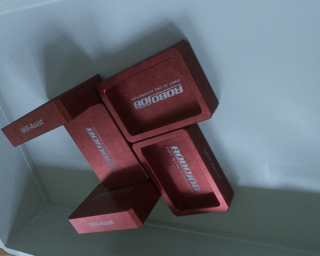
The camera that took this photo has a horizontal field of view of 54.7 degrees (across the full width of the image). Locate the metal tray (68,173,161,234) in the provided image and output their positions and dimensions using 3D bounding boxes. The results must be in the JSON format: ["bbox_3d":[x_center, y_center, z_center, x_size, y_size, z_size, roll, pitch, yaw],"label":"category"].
[{"bbox_3d":[-0.063,0.111,0.463,0.130,0.090,0.030,-18,109,35],"label":"metal tray"}]

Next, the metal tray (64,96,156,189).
[{"bbox_3d":[-0.074,0.024,0.454,0.090,0.030,0.130,-19,109,35],"label":"metal tray"}]

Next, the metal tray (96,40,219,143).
[{"bbox_3d":[-0.006,-0.039,0.381,0.130,0.030,0.090,-18,109,34],"label":"metal tray"}]

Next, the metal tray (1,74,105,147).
[{"bbox_3d":[-0.141,-0.023,0.420,0.130,0.090,0.030,-19,108,35],"label":"metal tray"}]

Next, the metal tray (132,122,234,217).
[{"bbox_3d":[0.032,0.058,0.421,0.090,0.030,0.130,-19,109,35],"label":"metal tray"}]
